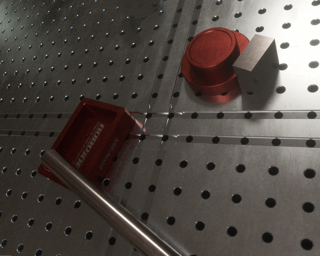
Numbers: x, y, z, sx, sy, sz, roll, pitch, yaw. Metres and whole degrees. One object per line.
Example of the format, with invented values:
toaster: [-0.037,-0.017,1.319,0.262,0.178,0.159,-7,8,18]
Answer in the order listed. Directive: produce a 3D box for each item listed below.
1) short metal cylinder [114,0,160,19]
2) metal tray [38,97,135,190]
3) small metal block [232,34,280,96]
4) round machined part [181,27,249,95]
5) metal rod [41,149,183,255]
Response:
short metal cylinder: [-0.044,-0.241,0.542,0.080,0.080,0.050,-32,52,7]
metal tray: [-0.105,0.024,0.442,0.090,0.030,0.130,16,70,34]
small metal block: [0.118,-0.076,0.376,0.025,0.050,0.050,29,78,37]
round machined part: [0.074,-0.096,0.417,0.098,0.042,0.098,-13,56,20]
metal rod: [-0.034,0.106,0.335,0.300,0.025,0.025,31,79,30]
